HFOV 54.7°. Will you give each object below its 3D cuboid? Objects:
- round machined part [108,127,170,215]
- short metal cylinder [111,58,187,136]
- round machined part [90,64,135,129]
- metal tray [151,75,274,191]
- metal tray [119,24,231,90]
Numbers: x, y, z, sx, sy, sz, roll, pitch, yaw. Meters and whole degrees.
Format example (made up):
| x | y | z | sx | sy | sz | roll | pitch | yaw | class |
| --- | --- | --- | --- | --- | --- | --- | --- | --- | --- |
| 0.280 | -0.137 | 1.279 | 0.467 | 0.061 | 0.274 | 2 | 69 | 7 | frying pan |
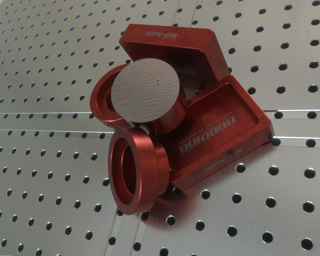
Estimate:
| x | y | z | sx | sy | sz | roll | pitch | yaw | class |
| --- | --- | --- | --- | --- | --- | --- | --- | --- | --- |
| -0.023 | 0.047 | 0.357 | 0.098 | 0.042 | 0.097 | 7 | 98 | 61 | round machined part |
| -0.011 | -0.036 | 0.371 | 0.080 | 0.050 | 0.080 | -5 | 70 | 13 | short metal cylinder |
| -0.048 | -0.042 | 0.447 | 0.098 | 0.042 | 0.098 | -13 | 56 | 20 | round machined part |
| 0.055 | 0.004 | 0.372 | 0.130 | 0.030 | 0.090 | -32 | 52 | 7 | metal tray |
| 0.020 | -0.092 | 0.411 | 0.130 | 0.090 | 0.030 | 16 | 71 | 34 | metal tray |
